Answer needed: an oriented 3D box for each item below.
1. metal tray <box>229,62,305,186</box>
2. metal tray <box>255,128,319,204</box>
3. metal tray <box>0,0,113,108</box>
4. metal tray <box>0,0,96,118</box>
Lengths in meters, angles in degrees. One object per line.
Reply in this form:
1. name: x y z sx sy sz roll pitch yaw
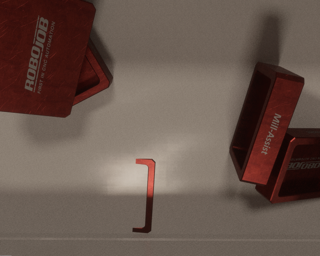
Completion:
1. metal tray: 0.122 -0.008 0.374 0.030 0.090 0.129 12 110 -1
2. metal tray: 0.194 0.047 0.403 0.131 0.030 0.089 0 112 -25
3. metal tray: -0.128 -0.090 0.373 0.090 0.030 0.130 -26 108 9
4. metal tray: -0.129 -0.079 0.323 0.091 0.030 0.129 6 113 -34
